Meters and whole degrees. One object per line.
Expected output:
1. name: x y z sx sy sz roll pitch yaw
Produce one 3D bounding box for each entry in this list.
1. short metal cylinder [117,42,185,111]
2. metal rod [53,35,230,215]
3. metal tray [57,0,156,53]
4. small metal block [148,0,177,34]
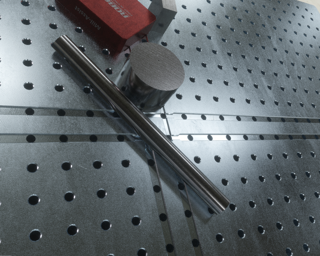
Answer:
1. short metal cylinder: -0.013 -0.071 0.430 0.081 0.050 0.080 14 56 -21
2. metal rod: -0.026 -0.006 0.399 0.300 0.025 0.025 45 51 3
3. metal tray: -0.081 -0.185 0.475 0.130 0.030 0.090 41 51 0
4. small metal block: 0.003 -0.194 0.514 0.025 0.050 0.050 8 58 -25
